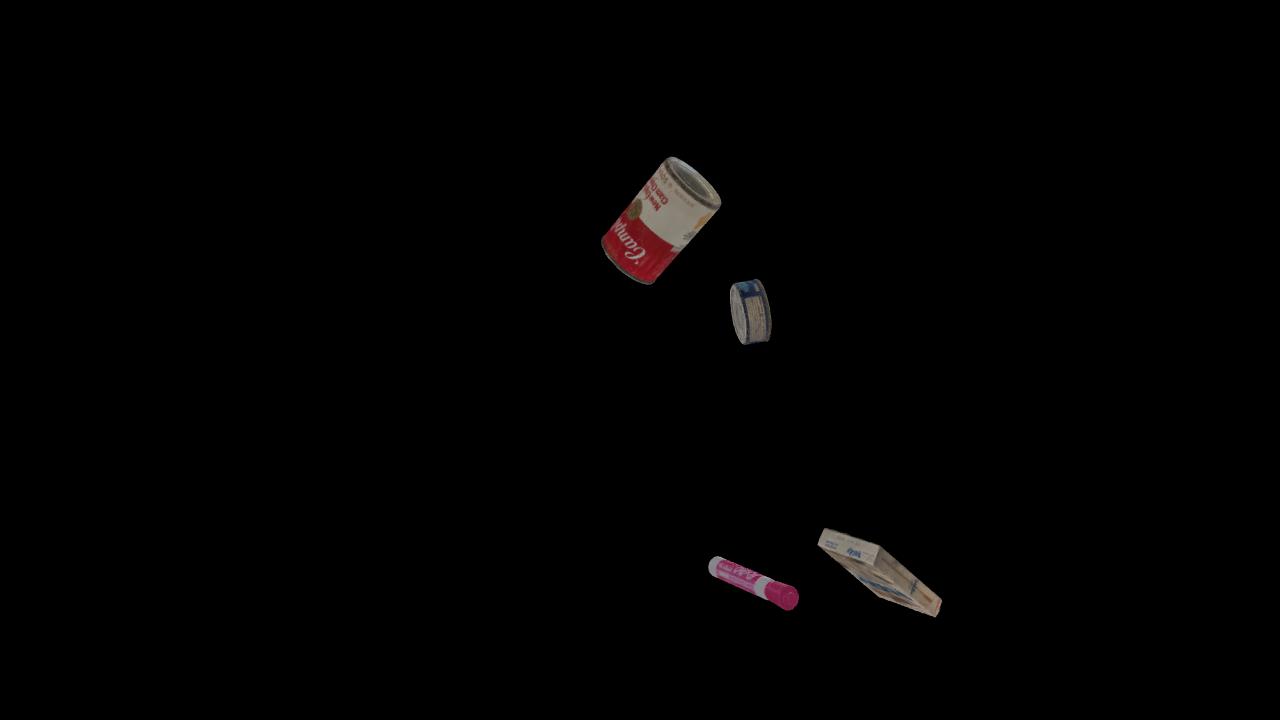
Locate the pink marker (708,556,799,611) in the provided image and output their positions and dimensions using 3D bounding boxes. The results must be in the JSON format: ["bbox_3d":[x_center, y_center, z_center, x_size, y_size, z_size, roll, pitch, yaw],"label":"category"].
[{"bbox_3d":[0.095,0.189,0.525,0.020,0.020,0.121,0,-6,-22],"label":"pink marker"}]

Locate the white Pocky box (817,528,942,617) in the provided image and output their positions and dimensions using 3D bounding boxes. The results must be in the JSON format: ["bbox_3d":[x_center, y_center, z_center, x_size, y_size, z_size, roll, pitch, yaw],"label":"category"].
[{"bbox_3d":[0.293,0.260,0.753,0.154,0.028,0.084,41,-21,-27],"label":"white Pocky box"}]

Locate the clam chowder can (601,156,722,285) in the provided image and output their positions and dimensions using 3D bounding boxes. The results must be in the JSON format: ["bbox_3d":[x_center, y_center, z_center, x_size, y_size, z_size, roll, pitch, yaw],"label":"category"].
[{"bbox_3d":[0.020,-0.130,0.581,0.068,0.068,0.102,0,-39,-52],"label":"clam chowder can"}]

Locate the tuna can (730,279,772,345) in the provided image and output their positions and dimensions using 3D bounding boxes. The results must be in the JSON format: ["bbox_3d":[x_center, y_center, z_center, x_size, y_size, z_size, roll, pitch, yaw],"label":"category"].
[{"bbox_3d":[0.144,-0.063,0.810,0.034,0.084,0.084,-10,0,-2],"label":"tuna can"}]
